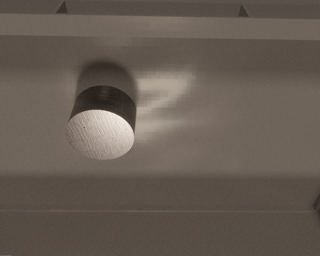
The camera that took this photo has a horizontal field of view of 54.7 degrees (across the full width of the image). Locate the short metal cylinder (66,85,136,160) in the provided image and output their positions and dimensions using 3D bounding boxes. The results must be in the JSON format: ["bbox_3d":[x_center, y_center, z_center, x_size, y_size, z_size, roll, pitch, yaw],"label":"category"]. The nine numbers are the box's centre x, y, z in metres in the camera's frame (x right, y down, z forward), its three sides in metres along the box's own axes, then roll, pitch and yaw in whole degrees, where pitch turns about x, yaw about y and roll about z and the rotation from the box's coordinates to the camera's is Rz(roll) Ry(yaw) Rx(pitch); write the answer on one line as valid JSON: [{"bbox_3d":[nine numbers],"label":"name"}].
[{"bbox_3d":[-0.071,-0.006,0.387,0.081,0.050,0.079,0,130,0],"label":"short metal cylinder"}]
